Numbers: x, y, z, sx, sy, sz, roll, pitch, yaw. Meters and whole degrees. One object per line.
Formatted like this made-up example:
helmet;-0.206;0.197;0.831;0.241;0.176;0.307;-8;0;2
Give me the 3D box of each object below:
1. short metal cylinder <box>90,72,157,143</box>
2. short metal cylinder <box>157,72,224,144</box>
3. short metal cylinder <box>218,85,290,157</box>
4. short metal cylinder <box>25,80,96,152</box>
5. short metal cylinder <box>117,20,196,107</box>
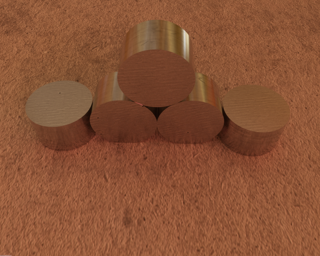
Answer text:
short metal cylinder;-0.044;-0.024;0.389;0.080;0.080;0.050;0;50;0
short metal cylinder;0.037;-0.023;0.389;0.080;0.080;0.050;0;49;0
short metal cylinder;0.117;-0.010;0.397;0.081;0.050;0.080;0;50;0
short metal cylinder;-0.124;-0.016;0.401;0.081;0.050;0.080;0;50;0
short metal cylinder;-0.003;-0.068;0.336;0.080;0.080;0.050;1;51;0
